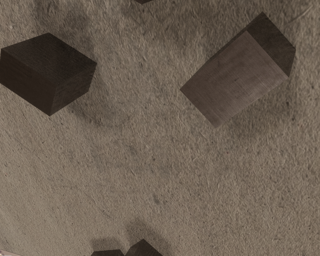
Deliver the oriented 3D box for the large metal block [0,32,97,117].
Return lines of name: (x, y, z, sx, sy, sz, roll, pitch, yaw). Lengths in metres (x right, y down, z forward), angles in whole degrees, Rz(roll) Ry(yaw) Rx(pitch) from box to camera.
large metal block: (-0.143, -0.072, 0.400, 0.080, 0.080, 0.050, 33, 129, 6)

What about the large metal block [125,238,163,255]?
large metal block: (-0.030, 0.260, 0.546, 0.080, 0.080, 0.050, 42, 129, -1)

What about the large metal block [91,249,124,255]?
large metal block: (-0.100, 0.295, 0.624, 0.080, 0.050, 0.080, -21, 108, 35)

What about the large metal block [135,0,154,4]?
large metal block: (-0.024, -0.162, 0.283, 0.080, 0.080, 0.050, 32, 128, 7)

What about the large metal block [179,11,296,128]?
large metal block: (0.076, -0.056, 0.296, 0.050, 0.080, 0.080, 47, 129, -5)
